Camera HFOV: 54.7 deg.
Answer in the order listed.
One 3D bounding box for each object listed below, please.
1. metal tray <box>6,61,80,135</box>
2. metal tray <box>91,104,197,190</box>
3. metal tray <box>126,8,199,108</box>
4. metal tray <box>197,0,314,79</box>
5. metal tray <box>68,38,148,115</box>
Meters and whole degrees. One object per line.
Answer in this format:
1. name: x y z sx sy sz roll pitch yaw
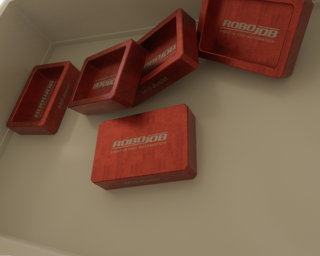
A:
1. metal tray: -0.200 -0.052 0.536 0.090 0.030 0.130 -1 61 27
2. metal tray: -0.021 0.026 0.396 0.130 0.030 0.090 -11 57 21
3. metal tray: -0.008 -0.094 0.433 0.130 0.030 0.090 -27 49 37
4. metal tray: 0.108 -0.121 0.386 0.130 0.030 0.089 26 116 36
5. metal tray: -0.079 -0.070 0.451 0.130 0.030 0.090 -4 65 48
